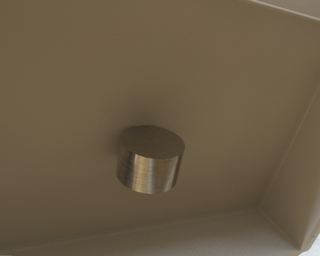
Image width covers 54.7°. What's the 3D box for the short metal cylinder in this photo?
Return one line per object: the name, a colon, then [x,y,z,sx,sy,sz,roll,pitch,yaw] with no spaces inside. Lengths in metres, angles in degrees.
short metal cylinder: [-0.013,0.037,0.391,0.081,0.080,0.050,-4,120,-27]
